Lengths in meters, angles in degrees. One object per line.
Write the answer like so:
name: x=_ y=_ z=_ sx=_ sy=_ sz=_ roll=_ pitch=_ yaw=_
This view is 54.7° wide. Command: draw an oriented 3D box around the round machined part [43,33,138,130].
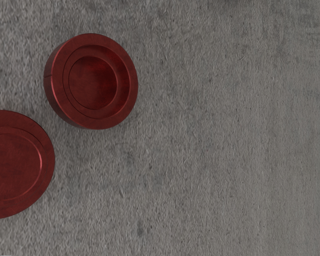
round machined part: x=-0.075 y=-0.047 z=0.330 sx=0.099 sy=0.042 sz=0.097 roll=0 pitch=90 yaw=-40

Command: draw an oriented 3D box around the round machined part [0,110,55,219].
round machined part: x=-0.141 y=0.032 z=0.275 sx=0.099 sy=0.042 sz=0.097 roll=0 pitch=90 yaw=-40
